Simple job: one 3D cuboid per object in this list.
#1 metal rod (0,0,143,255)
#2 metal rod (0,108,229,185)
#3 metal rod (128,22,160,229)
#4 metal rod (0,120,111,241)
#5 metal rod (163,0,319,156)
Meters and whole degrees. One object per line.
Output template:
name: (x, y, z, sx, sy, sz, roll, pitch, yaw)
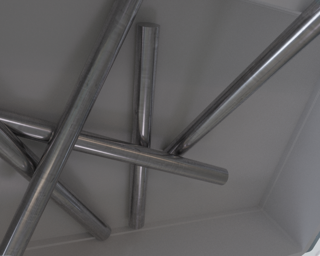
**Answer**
metal rod: (-0.093, 0.000, 0.317, 0.025, 0.025, 0.299, 24, 93, -37)
metal rod: (-0.040, 0.030, 0.376, 0.302, 0.025, 0.025, 17, 110, -26)
metal rod: (-0.024, 0.018, 0.406, 0.025, 0.025, 0.298, -9, 123, -24)
metal rod: (-0.130, 0.060, 0.353, 0.025, 0.025, 0.299, -33, 136, -7)
metal rod: (0.085, -0.038, 0.342, 0.025, 0.025, 0.298, 7, 144, -32)
